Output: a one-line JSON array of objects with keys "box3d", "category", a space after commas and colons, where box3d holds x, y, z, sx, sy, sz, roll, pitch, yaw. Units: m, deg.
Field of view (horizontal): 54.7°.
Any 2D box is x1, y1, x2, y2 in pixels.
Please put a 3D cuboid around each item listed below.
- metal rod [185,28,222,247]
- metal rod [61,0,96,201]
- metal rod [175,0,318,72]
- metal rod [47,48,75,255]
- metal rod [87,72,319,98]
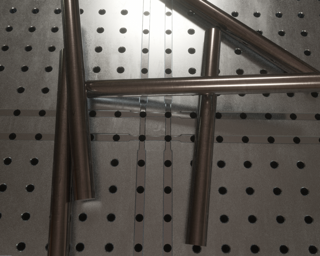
[{"box3d": [0.061, -0.002, 0.413, 0.025, 0.025, 0.299, 7, 70, 2], "category": "metal rod"}, {"box3d": [-0.111, -0.057, 0.410, 0.025, 0.025, 0.299, -8, 75, -3], "category": "metal rod"}, {"box3d": [0.109, -0.154, 0.469, 0.300, 0.025, 0.025, 37, 74, 12], "category": "metal rod"}, {"box3d": [-0.124, 0.031, 0.398, 0.025, 0.025, 0.299, -3, 70, -2], "category": "metal rod"}, {"box3d": [0.049, -0.055, 0.407, 0.301, 0.025, 0.025, -1, 70, 9], "category": "metal rod"}]
